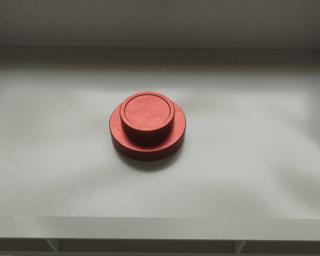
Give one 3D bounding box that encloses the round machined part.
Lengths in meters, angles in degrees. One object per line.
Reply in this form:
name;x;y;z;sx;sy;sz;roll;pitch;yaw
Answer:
round machined part;-0.016;-0.009;0.397;0.099;0.042;0.098;0;50;0
